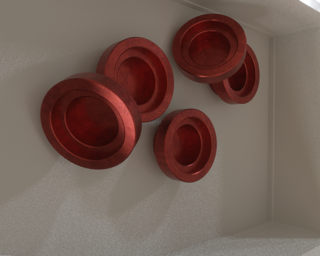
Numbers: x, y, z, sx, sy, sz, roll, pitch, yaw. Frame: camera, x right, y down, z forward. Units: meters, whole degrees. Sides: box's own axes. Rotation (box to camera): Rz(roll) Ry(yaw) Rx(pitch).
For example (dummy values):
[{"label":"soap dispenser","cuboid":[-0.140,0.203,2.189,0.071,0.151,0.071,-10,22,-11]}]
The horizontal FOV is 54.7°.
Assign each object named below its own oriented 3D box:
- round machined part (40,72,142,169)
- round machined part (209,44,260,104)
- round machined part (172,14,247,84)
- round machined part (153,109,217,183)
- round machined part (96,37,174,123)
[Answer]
[{"label":"round machined part","cuboid":[-0.066,-0.010,0.316,0.098,0.098,0.042,66,22,-19]},{"label":"round machined part","cuboid":[0.113,-0.086,0.493,0.099,0.042,0.097,0,90,-40]},{"label":"round machined part","cuboid":[0.069,-0.106,0.431,0.042,0.098,0.098,56,50,-68]},{"label":"round machined part","cuboid":[0.030,0.023,0.423,0.099,0.042,0.097,0,90,-40]},{"label":"round machined part","cuboid":[-0.033,-0.055,0.369,0.099,0.042,0.097,0,90,-40]}]
